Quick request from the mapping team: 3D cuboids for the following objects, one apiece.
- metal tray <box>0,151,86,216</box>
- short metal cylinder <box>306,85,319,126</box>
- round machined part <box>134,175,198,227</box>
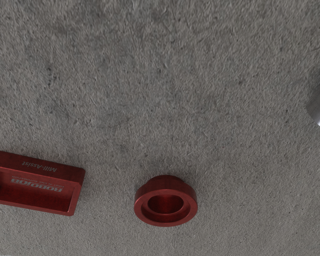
[{"bbox_3d":[-0.189,0.089,0.477,0.131,0.030,0.089,14,129,-13],"label":"metal tray"},{"bbox_3d":[0.217,-0.026,0.351,0.081,0.080,0.050,13,129,-11],"label":"short metal cylinder"},{"bbox_3d":[0.009,0.112,0.492,0.099,0.042,0.097,0,130,0],"label":"round machined part"}]
